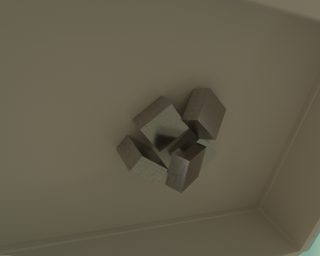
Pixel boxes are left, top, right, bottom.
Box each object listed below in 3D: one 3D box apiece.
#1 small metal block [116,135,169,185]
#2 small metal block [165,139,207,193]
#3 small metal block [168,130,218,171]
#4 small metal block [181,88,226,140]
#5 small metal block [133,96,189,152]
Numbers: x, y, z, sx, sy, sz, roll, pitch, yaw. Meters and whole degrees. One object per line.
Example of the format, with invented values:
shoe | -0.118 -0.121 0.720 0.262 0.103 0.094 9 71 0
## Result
small metal block | -0.023 0.042 0.404 0.050 0.050 0.025 33 100 -39
small metal block | 0.035 0.050 0.411 0.050 0.025 0.050 -30 137 -52
small metal block | 0.049 0.037 0.458 0.050 0.025 0.050 -46 130 4
small metal block | 0.060 -0.018 0.416 0.050 0.025 0.050 43 60 -40
small metal block | 0.002 -0.005 0.405 0.050 0.025 0.050 -40 130 -2
